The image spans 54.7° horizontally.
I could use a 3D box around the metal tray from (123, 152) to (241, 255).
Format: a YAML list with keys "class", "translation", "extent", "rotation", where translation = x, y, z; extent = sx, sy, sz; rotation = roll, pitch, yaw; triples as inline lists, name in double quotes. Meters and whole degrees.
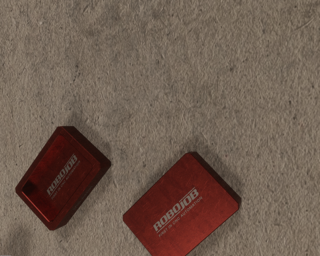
- class: "metal tray"
  translation: [0.026, 0.105, 0.397]
  extent: [0.130, 0.030, 0.090]
  rotation: [-46, 76, 13]

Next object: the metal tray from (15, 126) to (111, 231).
- class: "metal tray"
  translation: [-0.144, 0.072, 0.455]
  extent: [0.090, 0.030, 0.130]
  rotation: [41, 102, 15]
